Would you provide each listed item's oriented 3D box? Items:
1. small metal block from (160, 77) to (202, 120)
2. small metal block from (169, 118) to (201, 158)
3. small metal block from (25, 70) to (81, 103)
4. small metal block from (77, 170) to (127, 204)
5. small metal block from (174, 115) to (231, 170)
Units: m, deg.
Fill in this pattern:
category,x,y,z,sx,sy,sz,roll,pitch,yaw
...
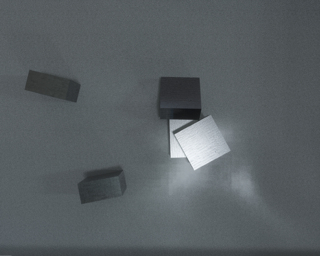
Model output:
category,x,y,z,sx,sy,sz,roll,pitch,yaw
small metal block,0.026,-0.038,0.400,0.050,0.025,0.050,1,58,0
small metal block,0.038,0.013,0.411,0.050,0.025,0.050,-2,90,0
small metal block,-0.136,-0.052,0.398,0.050,0.050,0.025,14,90,0
small metal block,-0.072,0.075,0.398,0.050,0.050,0.025,-11,90,0
small metal block,0.051,0.017,0.387,0.050,0.025,0.050,-29,91,0
